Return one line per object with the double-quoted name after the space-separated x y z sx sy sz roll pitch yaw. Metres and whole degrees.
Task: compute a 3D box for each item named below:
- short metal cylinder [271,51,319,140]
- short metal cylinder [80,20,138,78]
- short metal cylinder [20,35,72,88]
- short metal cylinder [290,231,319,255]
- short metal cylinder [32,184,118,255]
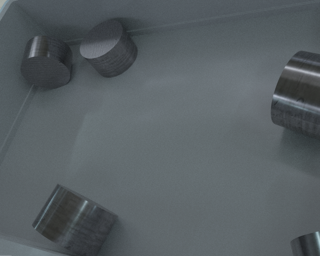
0.154 -0.032 0.309 0.050 0.080 0.080 26 76 37 "short metal cylinder"
-0.084 -0.131 0.515 0.080 0.050 0.080 -13 56 21 "short metal cylinder"
-0.198 -0.115 0.545 0.080 0.080 0.050 -17 55 18 "short metal cylinder"
0.145 0.107 0.229 0.080 0.080 0.050 -15 56 20 "short metal cylinder"
-0.096 0.105 0.356 0.080 0.080 0.050 18 71 35 "short metal cylinder"
